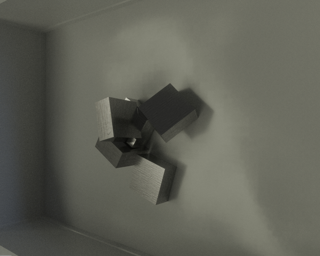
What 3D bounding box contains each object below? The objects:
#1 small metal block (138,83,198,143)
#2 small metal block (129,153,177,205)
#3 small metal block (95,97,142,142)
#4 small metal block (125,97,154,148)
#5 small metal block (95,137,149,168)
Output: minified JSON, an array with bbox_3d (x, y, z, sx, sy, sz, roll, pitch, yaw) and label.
[{"bbox_3d":[0.010,-0.019,0.382,0.050,0.025,0.050,-38,62,-4],"label":"small metal block"},{"bbox_3d":[-0.010,0.067,0.413,0.050,0.025,0.050,23,104,37],"label":"small metal block"},{"bbox_3d":[-0.053,-0.009,0.398,0.025,0.050,0.050,-17,76,35],"label":"small metal block"},{"bbox_3d":[-0.035,-0.007,0.431,0.050,0.025,0.050,39,109,33],"label":"small metal block"},{"bbox_3d":[-0.053,0.028,0.432,0.050,0.050,0.025,39,115,32],"label":"small metal block"}]
